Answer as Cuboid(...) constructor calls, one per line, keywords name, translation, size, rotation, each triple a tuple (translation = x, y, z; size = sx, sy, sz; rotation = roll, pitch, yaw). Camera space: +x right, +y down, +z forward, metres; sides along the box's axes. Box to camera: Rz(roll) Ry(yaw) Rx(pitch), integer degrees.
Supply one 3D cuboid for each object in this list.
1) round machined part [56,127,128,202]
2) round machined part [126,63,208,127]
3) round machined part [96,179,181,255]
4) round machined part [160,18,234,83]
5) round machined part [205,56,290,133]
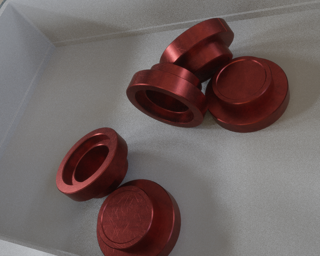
Cuboid(name="round machined part", translation=(-0.080, 0.050, 0.394), size=(0.098, 0.042, 0.098), rotation=(-25, 38, 22))
Cuboid(name="round machined part", translation=(0.012, -0.042, 0.377), size=(0.098, 0.098, 0.042), rotation=(10, 67, 32))
Cuboid(name="round machined part", translation=(-0.030, 0.103, 0.346), size=(0.098, 0.042, 0.098), rotation=(-13, 57, 20))
Cuboid(name="round machined part", translation=(0.052, -0.089, 0.392), size=(0.098, 0.098, 0.042), rotation=(-32, 78, 7))
Cuboid(name="round machined part", translation=(0.101, -0.047, 0.370), size=(0.098, 0.042, 0.098), rotation=(-13, 56, 20))
